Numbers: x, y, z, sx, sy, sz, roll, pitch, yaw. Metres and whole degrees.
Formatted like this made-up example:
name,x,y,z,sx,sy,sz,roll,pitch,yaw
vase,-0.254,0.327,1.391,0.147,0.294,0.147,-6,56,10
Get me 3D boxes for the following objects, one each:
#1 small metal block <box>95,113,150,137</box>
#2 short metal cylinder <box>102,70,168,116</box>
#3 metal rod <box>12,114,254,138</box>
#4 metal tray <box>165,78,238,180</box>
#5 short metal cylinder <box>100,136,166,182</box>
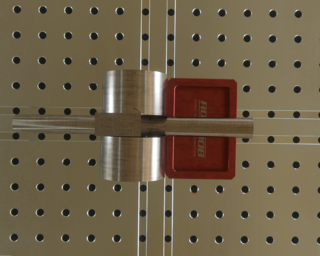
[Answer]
name,x,y,z,sx,sy,sz,roll,pitch,yaw
small metal block,-0.041,-0.004,0.353,0.050,0.050,0.025,1,90,8
short metal cylinder,-0.031,-0.040,0.384,0.081,0.080,0.050,1,90,0
metal rod,-0.040,-0.003,0.390,0.301,0.025,0.025,1,90,8
metal tray,0.053,0.001,0.411,0.091,0.030,0.129,1,90,0
short metal cylinder,-0.033,0.035,0.385,0.081,0.080,0.050,1,90,0
